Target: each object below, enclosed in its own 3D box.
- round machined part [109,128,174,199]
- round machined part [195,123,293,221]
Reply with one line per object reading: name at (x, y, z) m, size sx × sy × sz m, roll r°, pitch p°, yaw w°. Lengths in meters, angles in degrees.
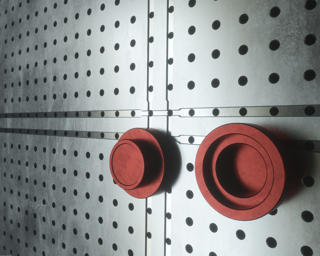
round machined part at (-0.032, 0.048, 0.426) m, size 0.098 × 0.042 × 0.097 m, roll 0°, pitch 90°, yaw 40°
round machined part at (0.089, 0.043, 0.325) m, size 0.098 × 0.042 × 0.097 m, roll 0°, pitch 90°, yaw 40°
